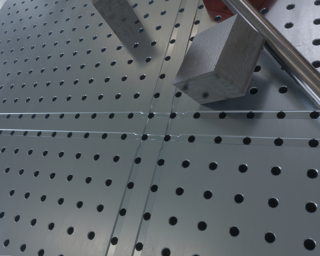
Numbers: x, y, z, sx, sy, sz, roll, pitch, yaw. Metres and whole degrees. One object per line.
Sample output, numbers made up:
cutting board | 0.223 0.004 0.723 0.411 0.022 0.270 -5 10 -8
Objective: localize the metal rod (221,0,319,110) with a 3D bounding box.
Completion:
metal rod | 0.137 -0.107 0.379 0.025 0.025 0.299 -32 59 8

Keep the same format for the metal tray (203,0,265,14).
metal tray | 0.135 -0.235 0.477 0.090 0.030 0.130 31 79 38

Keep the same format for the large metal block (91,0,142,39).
large metal block | -0.083 -0.223 0.554 0.050 0.080 0.080 -30 52 10

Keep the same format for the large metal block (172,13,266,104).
large metal block | 0.071 -0.081 0.383 0.080 0.050 0.080 -7 55 59
